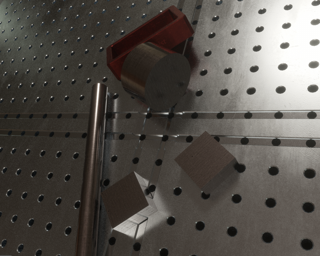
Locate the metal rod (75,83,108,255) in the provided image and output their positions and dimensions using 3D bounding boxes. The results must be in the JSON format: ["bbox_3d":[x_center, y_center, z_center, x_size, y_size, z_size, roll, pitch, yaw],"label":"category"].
[{"bbox_3d":[-0.090,0.063,0.415,0.025,0.025,0.299,-15,55,19],"label":"metal rod"}]

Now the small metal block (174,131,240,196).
[{"bbox_3d":[0.053,0.040,0.355,0.050,0.025,0.050,-42,51,-1],"label":"small metal block"}]

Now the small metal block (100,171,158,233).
[{"bbox_3d":[-0.038,0.089,0.372,0.050,0.025,0.050,-34,52,5],"label":"small metal block"}]

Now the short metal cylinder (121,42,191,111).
[{"bbox_3d":[-0.005,-0.069,0.417,0.050,0.080,0.080,34,81,38],"label":"short metal cylinder"}]

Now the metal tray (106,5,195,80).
[{"bbox_3d":[-0.020,-0.133,0.475,0.130,0.030,0.090,-31,31,8],"label":"metal tray"}]
